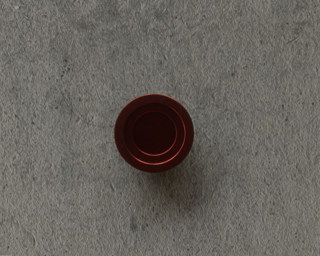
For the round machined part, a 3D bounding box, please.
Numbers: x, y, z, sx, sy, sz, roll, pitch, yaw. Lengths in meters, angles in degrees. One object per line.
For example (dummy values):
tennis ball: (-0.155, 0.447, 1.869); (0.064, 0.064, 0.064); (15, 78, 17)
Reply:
round machined part: (-0.007, 0.006, 0.401); (0.099, 0.042, 0.097); (0, 90, 0)
